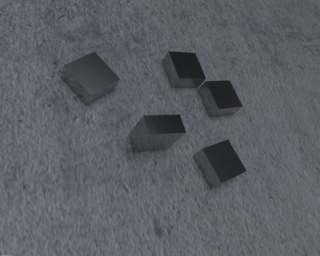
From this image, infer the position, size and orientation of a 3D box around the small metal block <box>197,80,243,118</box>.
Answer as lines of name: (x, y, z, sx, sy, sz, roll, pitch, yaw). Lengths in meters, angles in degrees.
small metal block: (0.094, -0.046, 0.485, 0.050, 0.025, 0.050, -7, 65, -32)

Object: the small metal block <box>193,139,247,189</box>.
small metal block: (0.081, 0.048, 0.420, 0.050, 0.025, 0.050, -16, 70, -35)

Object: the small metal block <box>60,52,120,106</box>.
small metal block: (-0.089, -0.064, 0.396, 0.050, 0.025, 0.050, 47, 51, 5)

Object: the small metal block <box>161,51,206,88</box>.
small metal block: (0.036, -0.090, 0.480, 0.050, 0.025, 0.050, -4, 64, -31)

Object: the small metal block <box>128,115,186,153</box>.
small metal block: (-0.004, 0.007, 0.382, 0.050, 0.050, 0.025, -3, 63, -30)
